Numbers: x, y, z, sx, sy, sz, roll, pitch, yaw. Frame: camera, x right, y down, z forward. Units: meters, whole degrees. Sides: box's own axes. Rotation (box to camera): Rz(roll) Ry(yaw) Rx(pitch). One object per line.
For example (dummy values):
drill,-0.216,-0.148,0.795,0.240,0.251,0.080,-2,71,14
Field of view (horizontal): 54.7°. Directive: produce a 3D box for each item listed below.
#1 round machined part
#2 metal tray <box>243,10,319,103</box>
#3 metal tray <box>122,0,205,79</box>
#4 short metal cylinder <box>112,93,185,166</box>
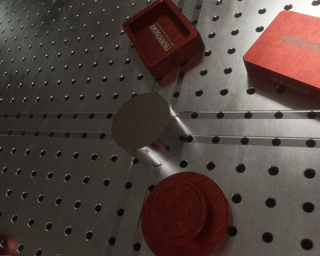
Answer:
round machined part,0.023,0.092,0.328,0.098,0.042,0.098,-13,56,20
metal tray,0.177,-0.084,0.363,0.130,0.030,0.090,34,80,38
metal tray,0.002,-0.148,0.493,0.090,0.030,0.130,-32,52,6
short metal cylinder,-0.014,0.002,0.397,0.080,0.050,0.080,-13,56,20
